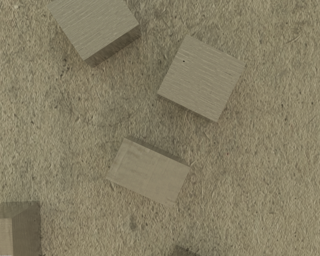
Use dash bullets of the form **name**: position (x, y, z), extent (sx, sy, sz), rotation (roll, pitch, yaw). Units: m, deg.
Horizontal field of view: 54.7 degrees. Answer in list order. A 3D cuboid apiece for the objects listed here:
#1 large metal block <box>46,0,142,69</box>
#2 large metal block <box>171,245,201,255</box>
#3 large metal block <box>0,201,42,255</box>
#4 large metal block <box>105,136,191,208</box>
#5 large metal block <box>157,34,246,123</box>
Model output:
- **large metal block**: position (-0.081, -0.136, 0.397), extent (0.080, 0.050, 0.080), rotation (-34, 90, 0)
- **large metal block**: position (0.042, 0.212, 0.398), extent (0.080, 0.050, 0.080), rotation (23, 90, 0)
- **large metal block**: position (-0.187, 0.140, 0.381), extent (0.050, 0.080, 0.080), rotation (-2, 90, 0)
- **large metal block**: position (-0.013, 0.050, 0.382), extent (0.080, 0.080, 0.050), rotation (24, 90, 0)
- **large metal block**: position (0.050, -0.060, 0.398), extent (0.080, 0.050, 0.080), rotation (26, 90, 0)
